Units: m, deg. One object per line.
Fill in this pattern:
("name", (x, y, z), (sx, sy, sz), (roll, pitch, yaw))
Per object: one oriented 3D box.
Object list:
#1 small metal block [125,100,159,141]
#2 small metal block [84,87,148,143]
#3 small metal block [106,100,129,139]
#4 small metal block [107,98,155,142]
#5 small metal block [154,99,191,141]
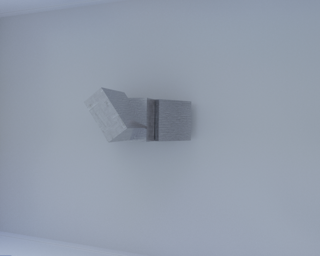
("small metal block", (-0.022, -0.010, 0.403), (0.025, 0.050, 0.050), (1, 90, 20))
("small metal block", (-0.046, -0.013, 0.331), (0.025, 0.050, 0.050), (-37, 78, 17))
("small metal block", (-0.057, -0.011, 0.412), (0.025, 0.050, 0.050), (1, 90, -14))
("small metal block", (-0.034, -0.010, 0.367), (0.050, 0.025, 0.050), (1, 90, 20))
("small metal block", (0.012, -0.009, 0.389), (0.025, 0.050, 0.050), (1, 90, 54))
